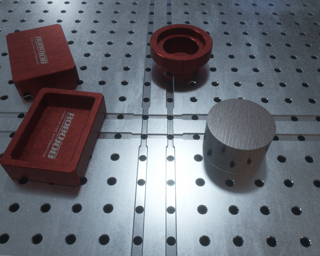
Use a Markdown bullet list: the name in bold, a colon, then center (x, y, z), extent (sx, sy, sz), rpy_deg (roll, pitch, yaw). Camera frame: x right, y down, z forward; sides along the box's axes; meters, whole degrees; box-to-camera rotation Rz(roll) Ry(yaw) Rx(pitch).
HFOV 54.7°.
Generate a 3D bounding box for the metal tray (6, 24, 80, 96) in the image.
- **metal tray**: center (-0.190, -0.114, 0.498), extent (0.091, 0.030, 0.130), rpy_deg (-17, 52, -14)

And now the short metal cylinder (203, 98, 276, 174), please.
- **short metal cylinder**: center (0.096, 0.009, 0.384), extent (0.081, 0.050, 0.080), rpy_deg (0, 50, 0)

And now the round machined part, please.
- **round machined part**: center (0.033, -0.122, 0.500), extent (0.099, 0.042, 0.098), rpy_deg (0, 50, 0)

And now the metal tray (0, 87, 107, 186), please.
- **metal tray**: center (-0.130, 0.006, 0.398), extent (0.090, 0.030, 0.130), rpy_deg (6, 50, 5)
